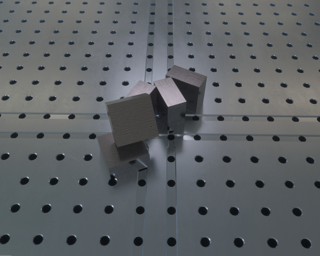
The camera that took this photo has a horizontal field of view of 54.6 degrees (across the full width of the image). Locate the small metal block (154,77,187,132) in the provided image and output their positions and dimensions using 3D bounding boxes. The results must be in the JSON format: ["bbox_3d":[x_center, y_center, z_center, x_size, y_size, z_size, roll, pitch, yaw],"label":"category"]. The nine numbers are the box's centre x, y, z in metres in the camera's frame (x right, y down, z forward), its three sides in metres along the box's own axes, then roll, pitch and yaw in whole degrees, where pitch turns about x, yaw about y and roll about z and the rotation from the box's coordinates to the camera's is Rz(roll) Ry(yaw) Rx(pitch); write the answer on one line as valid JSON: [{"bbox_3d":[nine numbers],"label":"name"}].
[{"bbox_3d":[0.012,-0.031,0.418,0.025,0.050,0.050,-17,52,-13],"label":"small metal block"}]

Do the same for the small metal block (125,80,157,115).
[{"bbox_3d":[-0.028,-0.027,0.414,0.025,0.050,0.050,23,54,18],"label":"small metal block"}]

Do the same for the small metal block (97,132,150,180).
[{"bbox_3d":[-0.045,0.029,0.383,0.050,0.025,0.050,-18,52,-15],"label":"small metal block"}]

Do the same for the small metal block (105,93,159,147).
[{"bbox_3d":[-0.033,-0.010,0.365,0.050,0.050,0.025,-15,14,-13],"label":"small metal block"}]

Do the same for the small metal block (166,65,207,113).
[{"bbox_3d":[0.036,-0.055,0.438,0.050,0.050,0.025,23,54,18],"label":"small metal block"}]
